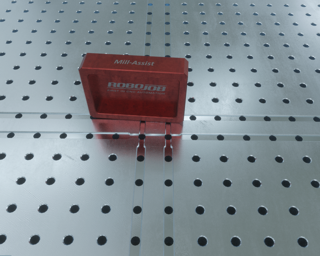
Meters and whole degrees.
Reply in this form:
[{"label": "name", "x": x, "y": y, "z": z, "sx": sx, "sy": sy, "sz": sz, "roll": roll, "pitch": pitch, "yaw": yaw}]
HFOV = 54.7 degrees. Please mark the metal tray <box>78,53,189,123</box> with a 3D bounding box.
[{"label": "metal tray", "x": -0.031, "y": -0.050, "z": 0.407, "sx": 0.131, "sy": 0.089, "sz": 0.030, "roll": 4, "pitch": 50, "yaw": 2}]
